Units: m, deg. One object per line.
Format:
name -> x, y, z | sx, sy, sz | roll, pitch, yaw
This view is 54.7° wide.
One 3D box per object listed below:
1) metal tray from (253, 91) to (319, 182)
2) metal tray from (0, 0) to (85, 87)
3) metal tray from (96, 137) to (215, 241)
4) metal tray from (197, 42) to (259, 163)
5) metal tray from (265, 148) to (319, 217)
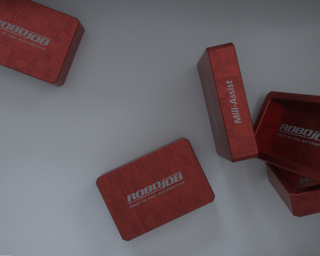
metal tray -> 0.166, 0.008, 0.361 | 0.030, 0.130, 0.090 | 23, 90, -27
metal tray -> -0.178, -0.119, 0.406 | 0.131, 0.030, 0.090 | 21, 90, -1
metal tray -> -0.006, 0.079, 0.409 | 0.131, 0.030, 0.090 | -25, 90, -1
metal tray -> 0.079, -0.028, 0.379 | 0.030, 0.090, 0.129 | -13, 90, 0
metal tray -> 0.207, 0.055, 0.374 | 0.131, 0.090, 0.030 | -15, 108, 4
